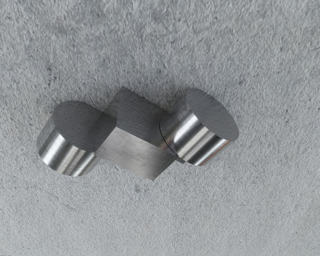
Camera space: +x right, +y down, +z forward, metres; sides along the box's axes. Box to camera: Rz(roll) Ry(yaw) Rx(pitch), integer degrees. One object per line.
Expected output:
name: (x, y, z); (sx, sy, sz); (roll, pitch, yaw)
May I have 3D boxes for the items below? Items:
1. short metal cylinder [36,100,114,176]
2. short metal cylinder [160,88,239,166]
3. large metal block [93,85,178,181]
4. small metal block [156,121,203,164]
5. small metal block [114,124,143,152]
short metal cylinder: (-0.103, 0.012, 0.382); (0.080, 0.080, 0.050); (28, 125, -22)
short metal cylinder: (0.047, -0.001, 0.372); (0.080, 0.080, 0.050); (28, 125, -22)
large metal block: (-0.027, 0.006, 0.378); (0.080, 0.080, 0.050); (28, 124, -22)
small metal block: (0.027, 0.016, 0.423); (0.050, 0.025, 0.050); (28, 125, -22)
small metal block: (-0.052, 0.021, 0.427); (0.050, 0.025, 0.050); (28, 125, -22)
